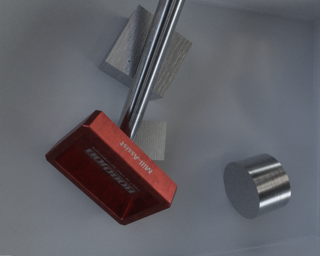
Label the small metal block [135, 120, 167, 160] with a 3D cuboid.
[{"bbox_3d":[-0.021,0.015,0.404,0.050,0.025,0.050,4,89,-21],"label":"small metal block"}]

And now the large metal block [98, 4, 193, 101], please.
[{"bbox_3d":[-0.019,-0.091,0.391,0.080,0.050,0.080,31,80,-18],"label":"large metal block"}]

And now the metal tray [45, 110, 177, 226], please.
[{"bbox_3d":[-0.056,0.051,0.356,0.130,0.090,0.030,46,38,-15],"label":"metal tray"}]

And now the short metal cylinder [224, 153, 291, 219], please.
[{"bbox_3d":[0.133,0.080,0.432,0.050,0.080,0.079,-13,95,-20],"label":"short metal cylinder"}]

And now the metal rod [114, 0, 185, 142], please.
[{"bbox_3d":[0.001,-0.100,0.326,0.025,0.025,0.298,14,110,-20],"label":"metal rod"}]
